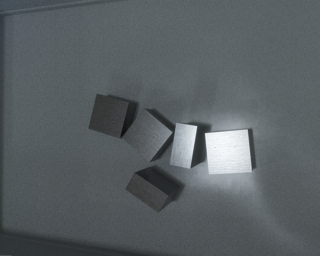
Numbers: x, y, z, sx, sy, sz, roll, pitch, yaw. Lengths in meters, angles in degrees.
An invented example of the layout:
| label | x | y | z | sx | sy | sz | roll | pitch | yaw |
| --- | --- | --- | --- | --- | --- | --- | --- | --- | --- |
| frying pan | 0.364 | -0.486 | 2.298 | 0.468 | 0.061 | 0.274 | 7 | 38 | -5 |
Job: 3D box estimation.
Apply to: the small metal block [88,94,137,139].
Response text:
| label | x | y | z | sx | sy | sz | roll | pitch | yaw |
| --- | --- | --- | --- | --- | --- | --- | --- | --- | --- |
| small metal block | -0.066 | -0.016 | 0.430 | 0.050 | 0.025 | 0.050 | 16 | 95 | 19 |

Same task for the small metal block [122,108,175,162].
| label | x | y | z | sx | sy | sz | roll | pitch | yaw |
| --- | --- | --- | --- | --- | --- | --- | --- | --- | --- |
| small metal block | -0.013 | 0.009 | 0.411 | 0.050 | 0.025 | 0.050 | 40 | 102 | 15 |

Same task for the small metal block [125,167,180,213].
| label | x | y | z | sx | sy | sz | roll | pitch | yaw |
| --- | --- | --- | --- | --- | --- | --- | --- | --- | --- |
| small metal block | -0.008 | 0.077 | 0.397 | 0.050 | 0.050 | 0.025 | 32 | 101 | 16 |

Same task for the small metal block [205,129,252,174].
| label | x | y | z | sx | sy | sz | roll | pitch | yaw |
| --- | --- | --- | --- | --- | --- | --- | --- | --- | --- |
| small metal block | 0.085 | 0.029 | 0.378 | 0.050 | 0.025 | 0.050 | -6 | 88 | 19 |

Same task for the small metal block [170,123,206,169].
| label | x | y | z | sx | sy | sz | roll | pitch | yaw |
| --- | --- | --- | --- | --- | --- | --- | --- | --- | --- |
| small metal block | 0.035 | 0.020 | 0.382 | 0.025 | 0.050 | 0.050 | 10 | 93 | 19 |
